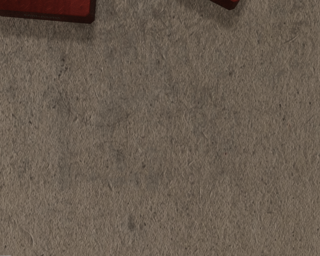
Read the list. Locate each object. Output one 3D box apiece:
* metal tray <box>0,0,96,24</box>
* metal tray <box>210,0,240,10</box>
[{"bbox_3d":[-0.151,-0.191,0.405,0.131,0.030,0.089,5,90,-1],"label":"metal tray"},{"bbox_3d":[0.089,-0.236,0.408,0.090,0.030,0.130,27,90,-1],"label":"metal tray"}]
